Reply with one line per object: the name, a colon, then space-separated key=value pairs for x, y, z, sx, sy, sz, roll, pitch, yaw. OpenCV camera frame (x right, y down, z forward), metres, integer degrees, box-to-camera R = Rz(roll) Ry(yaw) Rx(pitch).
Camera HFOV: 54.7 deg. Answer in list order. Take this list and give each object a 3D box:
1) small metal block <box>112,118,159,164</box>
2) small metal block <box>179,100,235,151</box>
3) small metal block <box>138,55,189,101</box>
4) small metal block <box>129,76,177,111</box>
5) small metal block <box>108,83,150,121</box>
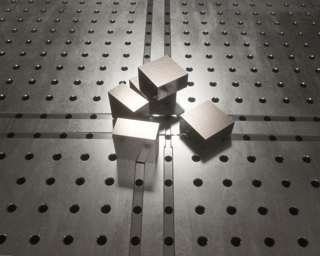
small metal block: x=-0.028 y=0.016 z=0.377 sx=0.050 sy=0.050 sz=0.025 roll=8 pitch=51 yaw=6
small metal block: x=0.062 y=-0.005 z=0.412 sx=0.050 sy=0.025 sz=0.050 roll=-29 pitch=56 yaw=-23
small metal block: x=0.004 y=-0.072 z=0.436 sx=0.050 sy=0.025 sz=0.050 roll=-27 pitch=56 yaw=-22
small metal block: x=-0.010 y=-0.058 z=0.456 sx=0.050 sy=0.025 sz=0.050 roll=-27 pitch=55 yaw=-21
small metal block: x=-0.041 y=-0.024 z=0.411 sx=0.050 sy=0.050 sz=0.025 roll=38 pitch=59 yaw=27
